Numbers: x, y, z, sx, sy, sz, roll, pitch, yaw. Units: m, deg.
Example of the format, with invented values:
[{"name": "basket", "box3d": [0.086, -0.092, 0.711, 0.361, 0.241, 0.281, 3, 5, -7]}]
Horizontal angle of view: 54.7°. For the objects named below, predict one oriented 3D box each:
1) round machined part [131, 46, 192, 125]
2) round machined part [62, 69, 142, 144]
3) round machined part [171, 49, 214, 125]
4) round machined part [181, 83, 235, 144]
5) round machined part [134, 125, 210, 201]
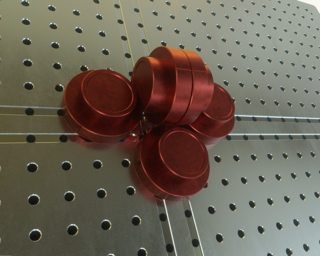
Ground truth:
[{"name": "round machined part", "box3d": [-0.005, -0.052, 0.384, 0.042, 0.097, 0.098, 1, 61, -28]}, {"name": "round machined part", "box3d": [-0.067, -0.033, 0.382, 0.099, 0.042, 0.098, 14, 56, -21]}, {"name": "round machined part", "box3d": [0.033, -0.053, 0.406, 0.042, 0.097, 0.098, -1, 62, -29]}, {"name": "round machined part", "box3d": [0.070, -0.029, 0.454, 0.099, 0.042, 0.098, 14, 56, -21]}, {"name": "round machined part", "box3d": [0.021, 0.038, 0.387, 0.099, 0.042, 0.098, 14, 56, -21]}]
